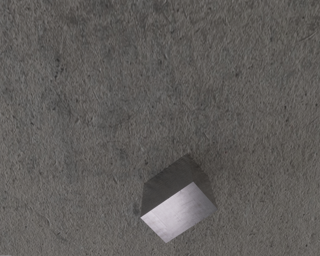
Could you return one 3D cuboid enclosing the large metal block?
[{"bbox_3d":[0.023,0.090,0.414,0.080,0.080,0.050,-37,106,12],"label":"large metal block"}]
